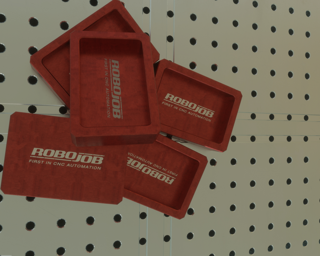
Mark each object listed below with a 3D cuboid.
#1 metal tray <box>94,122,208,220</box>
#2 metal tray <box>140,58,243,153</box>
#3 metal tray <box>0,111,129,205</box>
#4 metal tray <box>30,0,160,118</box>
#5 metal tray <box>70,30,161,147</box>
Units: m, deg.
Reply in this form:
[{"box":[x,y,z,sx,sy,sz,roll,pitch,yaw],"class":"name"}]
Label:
[{"box":[-0.012,0.053,0.404,0.131,0.030,0.090,27,82,-18],"class":"metal tray"},{"box":[0.041,-0.028,0.423,0.131,0.030,0.090,19,84,-19],"class":"metal tray"},{"box":[-0.103,0.034,0.354,0.131,0.030,0.090,7,88,-6],"class":"metal tray"},{"box":[-0.077,-0.083,0.380,0.130,0.030,0.090,-41,102,-15],"class":"metal tray"},{"box":[-0.052,-0.046,0.345,0.091,0.030,0.130,-2,67,-13],"class":"metal tray"}]
